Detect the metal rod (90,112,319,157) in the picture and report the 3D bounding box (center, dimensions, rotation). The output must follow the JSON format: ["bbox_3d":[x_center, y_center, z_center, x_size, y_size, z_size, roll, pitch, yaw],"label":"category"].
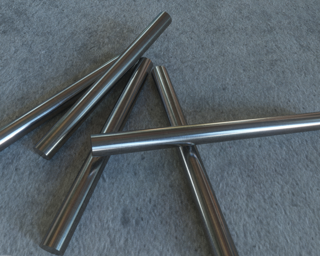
[{"bbox_3d":[0.071,0.005,0.373,0.302,0.025,0.025,-6,50,-16],"label":"metal rod"}]

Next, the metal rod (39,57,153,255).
[{"bbox_3d":[-0.064,0.009,0.394,0.025,0.025,0.300,13,51,10],"label":"metal rod"}]

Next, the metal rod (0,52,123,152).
[{"bbox_3d":[-0.147,-0.030,0.426,0.025,0.025,0.302,34,58,25],"label":"metal rod"}]

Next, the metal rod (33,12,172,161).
[{"bbox_3d":[-0.067,-0.076,0.447,0.025,0.025,0.301,25,60,19],"label":"metal rod"}]

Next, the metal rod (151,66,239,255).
[{"bbox_3d":[0.033,0.026,0.381,0.025,0.025,0.300,-10,51,-9],"label":"metal rod"}]
